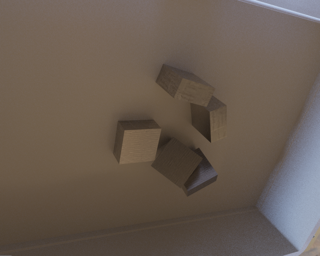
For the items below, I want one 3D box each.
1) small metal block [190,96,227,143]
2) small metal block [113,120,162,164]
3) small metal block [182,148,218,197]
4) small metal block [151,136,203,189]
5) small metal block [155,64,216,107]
[{"bbox_3d":[0.065,-0.016,0.420,0.025,0.050,0.050,-21,127,-16],"label":"small metal block"},{"bbox_3d":[-0.030,0.018,0.404,0.050,0.025,0.050,-3,120,-28],"label":"small metal block"},{"bbox_3d":[0.049,0.065,0.458,0.050,0.050,0.025,-26,151,-13],"label":"small metal block"},{"bbox_3d":[0.023,0.048,0.428,0.050,0.050,0.025,-53,173,-7],"label":"small metal block"},{"bbox_3d":[0.030,-0.052,0.378,0.050,0.050,0.025,11,113,-34],"label":"small metal block"}]
